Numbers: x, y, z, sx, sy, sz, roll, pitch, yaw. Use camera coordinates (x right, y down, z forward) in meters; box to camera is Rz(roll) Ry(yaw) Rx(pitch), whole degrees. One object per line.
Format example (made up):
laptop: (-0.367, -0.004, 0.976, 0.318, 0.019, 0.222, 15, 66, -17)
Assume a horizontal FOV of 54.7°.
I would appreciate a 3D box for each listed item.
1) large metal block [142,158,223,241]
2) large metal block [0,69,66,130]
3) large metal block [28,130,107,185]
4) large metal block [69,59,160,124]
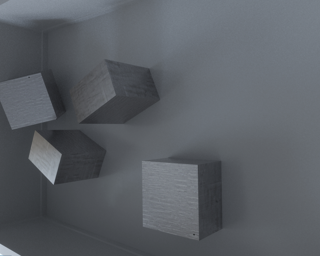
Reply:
large metal block: (0.026, 0.079, 0.369, 0.080, 0.050, 0.080, -1, 89, 40)
large metal block: (-0.220, -0.050, 0.532, 0.080, 0.050, 0.080, -13, 107, 4)
large metal block: (-0.147, 0.042, 0.493, 0.080, 0.081, 0.050, 31, 109, 36)
large metal block: (-0.061, -0.045, 0.422, 0.080, 0.081, 0.050, -30, 71, 36)
